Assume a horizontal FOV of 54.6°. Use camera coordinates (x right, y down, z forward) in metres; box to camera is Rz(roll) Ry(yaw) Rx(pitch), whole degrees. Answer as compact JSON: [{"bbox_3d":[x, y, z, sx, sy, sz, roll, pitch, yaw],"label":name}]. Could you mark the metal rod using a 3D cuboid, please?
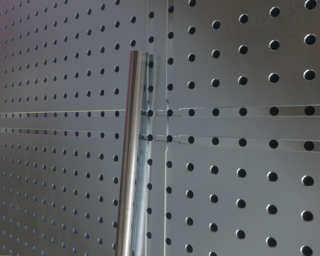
[{"bbox_3d":[-0.041,0.042,0.444,0.025,0.025,0.298,8,95,40],"label":"metal rod"}]
